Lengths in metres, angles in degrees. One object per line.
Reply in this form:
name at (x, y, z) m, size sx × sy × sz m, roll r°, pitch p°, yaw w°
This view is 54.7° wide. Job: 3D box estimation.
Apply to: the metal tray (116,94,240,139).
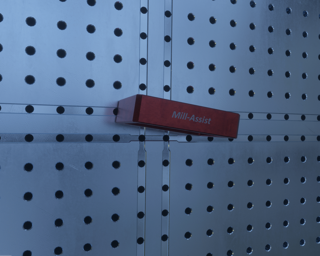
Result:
metal tray at (0.020, -0.012, 0.386) m, size 0.131 × 0.090 × 0.030 m, roll 9°, pitch 87°, yaw -20°
